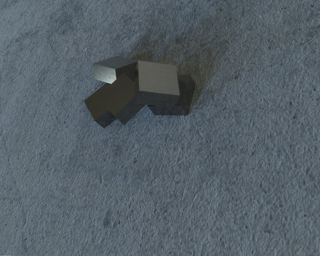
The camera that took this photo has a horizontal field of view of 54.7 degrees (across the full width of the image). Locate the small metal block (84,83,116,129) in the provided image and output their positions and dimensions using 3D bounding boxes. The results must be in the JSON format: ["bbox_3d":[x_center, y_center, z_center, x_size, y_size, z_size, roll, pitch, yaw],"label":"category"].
[{"bbox_3d":[-0.080,-0.035,0.467,0.050,0.025,0.050,-38,51,2],"label":"small metal block"}]

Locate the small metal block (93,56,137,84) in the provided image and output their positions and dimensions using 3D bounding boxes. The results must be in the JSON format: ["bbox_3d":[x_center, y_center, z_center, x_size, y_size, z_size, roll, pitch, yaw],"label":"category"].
[{"bbox_3d":[-0.067,-0.090,0.479,0.050,0.025,0.050,20,36,35],"label":"small metal block"}]

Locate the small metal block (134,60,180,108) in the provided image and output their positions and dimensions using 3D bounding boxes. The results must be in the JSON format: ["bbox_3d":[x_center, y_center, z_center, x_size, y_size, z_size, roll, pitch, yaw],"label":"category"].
[{"bbox_3d":[-0.005,-0.056,0.393,0.050,0.025,0.050,5,56,-15],"label":"small metal block"}]

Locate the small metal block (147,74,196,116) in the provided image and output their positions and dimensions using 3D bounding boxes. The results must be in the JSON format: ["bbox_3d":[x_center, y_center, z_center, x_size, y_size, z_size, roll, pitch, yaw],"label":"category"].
[{"bbox_3d":[0.017,-0.044,0.423,0.050,0.025,0.050,2,63,29],"label":"small metal block"}]

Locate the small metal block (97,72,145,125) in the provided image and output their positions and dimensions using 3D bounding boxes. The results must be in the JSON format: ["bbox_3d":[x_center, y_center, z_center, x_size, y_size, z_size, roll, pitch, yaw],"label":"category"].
[{"bbox_3d":[-0.049,-0.040,0.421,0.050,0.025,0.050,-44,51,-3],"label":"small metal block"}]
